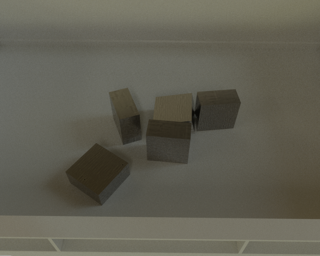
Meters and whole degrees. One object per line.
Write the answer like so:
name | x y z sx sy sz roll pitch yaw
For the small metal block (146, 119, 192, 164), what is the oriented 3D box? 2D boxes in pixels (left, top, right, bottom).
small metal block | 0.011 0.017 0.374 0.050 0.050 0.025 5 50 4

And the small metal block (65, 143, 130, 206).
small metal block | -0.071 0.053 0.360 0.050 0.025 0.050 29 56 22

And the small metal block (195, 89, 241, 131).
small metal block | 0.074 -0.023 0.408 0.050 0.050 0.025 -5 50 -4

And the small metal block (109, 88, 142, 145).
small metal block | -0.045 -0.015 0.401 0.025 0.050 0.050 -16 52 -13

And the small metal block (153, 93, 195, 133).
small metal block | 0.020 -0.018 0.413 0.050 0.025 0.050 -5 49 12
